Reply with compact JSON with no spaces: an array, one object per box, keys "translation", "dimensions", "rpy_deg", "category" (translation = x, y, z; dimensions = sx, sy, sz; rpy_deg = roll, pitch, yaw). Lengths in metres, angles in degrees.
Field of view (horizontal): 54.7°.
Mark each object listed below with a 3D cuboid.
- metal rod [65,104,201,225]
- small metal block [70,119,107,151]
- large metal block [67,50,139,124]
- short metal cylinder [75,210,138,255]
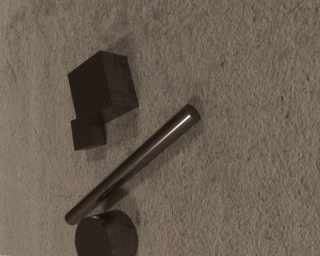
[{"translation":[-0.055,0.067,0.447],"dimensions":[0.299,0.025,0.025],"rpy_deg":[-42,65,31],"category":"metal rod"},{"translation":[-0.115,0.007,0.497],"dimensions":[0.050,0.025,0.050],"rpy_deg":[-16,80,38],"category":"small metal block"},{"translation":[-0.085,-0.056,0.456],"dimensions":[0.080,0.050,0.080],"rpy_deg":[-23,76,37],"category":"large metal block"},{"translation":[-0.078,0.164,0.451],"dimensions":[0.080,0.050,0.079],"rpy_deg":[0,90,39],"category":"short metal cylinder"}]
